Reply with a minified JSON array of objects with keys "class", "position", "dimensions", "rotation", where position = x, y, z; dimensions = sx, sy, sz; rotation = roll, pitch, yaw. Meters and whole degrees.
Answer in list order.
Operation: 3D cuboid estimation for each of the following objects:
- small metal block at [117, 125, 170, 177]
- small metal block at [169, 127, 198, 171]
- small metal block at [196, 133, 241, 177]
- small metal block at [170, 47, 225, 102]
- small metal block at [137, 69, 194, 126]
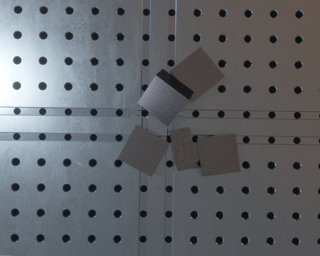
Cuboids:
[{"class":"small metal block","position":[-0.021,0.030,0.413],"dimensions":[0.050,0.025,0.050],"rotation":[28,90,0]},{"class":"small metal block","position":[0.029,0.026,0.401],"dimensions":[0.025,0.050,0.050],"rotation":[-12,90,0]},{"class":"small metal block","position":[0.076,0.035,0.414],"dimensions":[0.050,0.025,0.050],"rotation":[-7,90,0]},{"class":"small metal block","position":[0.049,-0.070,0.414],"dimensions":[0.050,0.025,0.050],"rotation":[-39,90,0]},{"class":"small metal block","position":[0.007,-0.039,0.401],"dimensions":[0.050,0.025,0.050],"rotation":[37,126,0]}]
